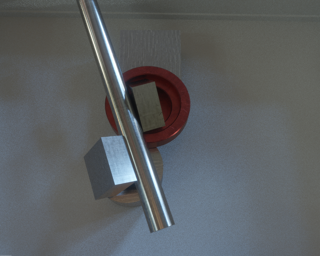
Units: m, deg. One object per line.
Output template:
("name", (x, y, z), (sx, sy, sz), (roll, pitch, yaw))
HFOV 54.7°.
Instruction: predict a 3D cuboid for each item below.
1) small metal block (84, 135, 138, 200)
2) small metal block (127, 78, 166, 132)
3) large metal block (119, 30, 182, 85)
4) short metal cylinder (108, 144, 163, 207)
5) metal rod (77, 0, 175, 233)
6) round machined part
("small metal block", (-0.053, 0.042, 0.324), (0.025, 0.050, 0.050), (-5, 65, -38))
("small metal block", (-0.017, -0.028, 0.354), (0.025, 0.050, 0.050), (-16, 106, -10))
("large metal block", (-0.013, -0.085, 0.424), (0.081, 0.050, 0.080), (0, 70, -1))
("short metal cylinder", (-0.037, 0.053, 0.376), (0.081, 0.050, 0.080), (0, 70, 0))
("metal rod", (-0.046, -0.036, 0.346), (0.025, 0.025, 0.299), (-18, 71, -7))
("round machined part", (-0.014, -0.022, 0.376), (0.099, 0.042, 0.098), (0, 70, -1))
